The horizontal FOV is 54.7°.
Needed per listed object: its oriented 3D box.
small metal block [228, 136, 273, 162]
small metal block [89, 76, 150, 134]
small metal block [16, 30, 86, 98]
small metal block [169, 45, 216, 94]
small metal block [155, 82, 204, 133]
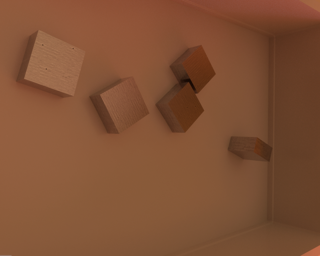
[{"bbox_3d":[0.152,0.035,0.521,0.050,0.050,0.025,28,73,-37],"label":"small metal block"},{"bbox_3d":[-0.047,-0.027,0.369,0.050,0.025,0.050,-37,113,-34],"label":"small metal block"},{"bbox_3d":[-0.110,-0.063,0.315,0.050,0.025,0.050,20,78,-39],"label":"small metal block"},{"bbox_3d":[0.048,-0.084,0.449,0.050,0.025,0.050,-47,119,-30],"label":"small metal block"},{"bbox_3d":[0.029,-0.028,0.433,0.050,0.025,0.050,-47,118,-30],"label":"small metal block"}]
